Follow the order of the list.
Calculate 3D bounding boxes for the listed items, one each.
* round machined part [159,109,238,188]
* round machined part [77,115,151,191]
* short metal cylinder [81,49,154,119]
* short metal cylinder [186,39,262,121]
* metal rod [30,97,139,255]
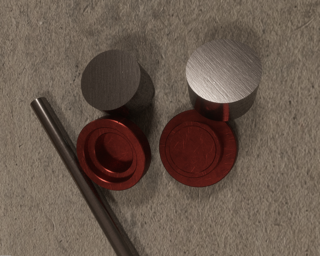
[{"bbox_3d":[0.045,0.025,0.384,0.098,0.042,0.097,0,90,19],"label":"round machined part"},{"bbox_3d":[-0.057,0.029,0.410,0.098,0.042,0.097,6,109,19],"label":"round machined part"},{"bbox_3d":[-0.055,-0.055,0.405,0.080,0.050,0.080,-4,76,16],"label":"short metal cylinder"},{"bbox_3d":[0.072,-0.054,0.355,0.080,0.050,0.080,-3,68,8],"label":"short metal cylinder"},{"bbox_3d":[-0.104,0.083,0.444,0.025,0.025,0.299,-37,79,16],"label":"metal rod"}]
